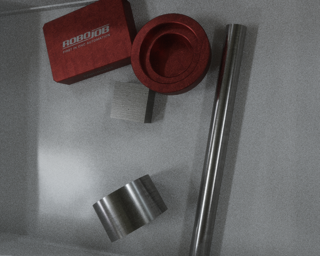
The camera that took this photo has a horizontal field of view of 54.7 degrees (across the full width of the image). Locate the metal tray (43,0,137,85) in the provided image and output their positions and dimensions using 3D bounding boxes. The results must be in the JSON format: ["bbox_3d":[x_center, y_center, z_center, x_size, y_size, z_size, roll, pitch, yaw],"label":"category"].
[{"bbox_3d":[-0.098,-0.123,0.441,0.130,0.030,0.090,-14,85,19],"label":"metal tray"}]

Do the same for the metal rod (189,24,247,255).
[{"bbox_3d":[0.071,0.024,0.385,0.025,0.025,0.298,10,93,19],"label":"metal rod"}]

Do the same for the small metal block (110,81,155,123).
[{"bbox_3d":[-0.036,-0.035,0.422,0.050,0.025,0.050,10,93,19],"label":"small metal block"}]

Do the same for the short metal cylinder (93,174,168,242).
[{"bbox_3d":[-0.037,0.101,0.394,0.080,0.080,0.050,-33,80,17],"label":"short metal cylinder"}]

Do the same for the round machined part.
[{"bbox_3d":[0.016,-0.089,0.392,0.098,0.042,0.097,-1,86,16],"label":"round machined part"}]
